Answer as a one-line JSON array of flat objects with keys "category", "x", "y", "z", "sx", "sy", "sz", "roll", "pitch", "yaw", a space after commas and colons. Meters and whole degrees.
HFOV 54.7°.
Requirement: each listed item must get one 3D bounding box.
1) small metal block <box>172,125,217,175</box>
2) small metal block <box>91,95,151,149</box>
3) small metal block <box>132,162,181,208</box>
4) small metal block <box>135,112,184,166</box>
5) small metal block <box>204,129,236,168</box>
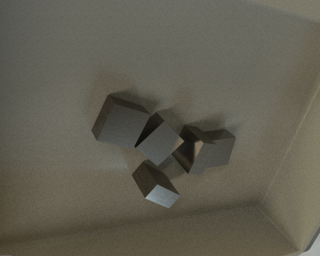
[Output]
[{"category": "small metal block", "x": 0.047, "y": 0.031, "z": 0.437, "sx": 0.025, "sy": 0.050, "sz": 0.050, "roll": 10, "pitch": 114, "yaw": -34}, {"category": "small metal block", "x": -0.048, "y": -0.006, "z": 0.377, "sx": 0.050, "sy": 0.025, "sz": 0.050, "roll": 16, "pitch": 110, "yaw": -35}, {"category": "small metal block", "x": -0.006, "y": 0.081, "z": 0.438, "sx": 0.025, "sy": 0.050, "sz": 0.050, "roll": -49, "pitch": 130, "yaw": 7}, {"category": "small metal block", "x": -0.004, "y": 0.016, "z": 0.414, "sx": 0.050, "sy": 0.025, "sz": 0.050, "roll": -43, "pitch": 130, "yaw": 1}, {"category": "small metal block", "x": 0.082, "y": 0.032, "z": 0.473, "sx": 0.050, "sy": 0.025, "sz": 0.050, "roll": -6, "pitch": 121, "yaw": -26}]
